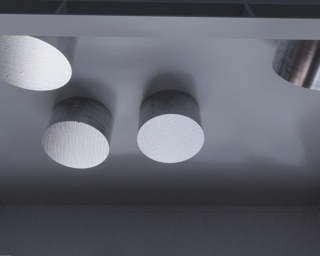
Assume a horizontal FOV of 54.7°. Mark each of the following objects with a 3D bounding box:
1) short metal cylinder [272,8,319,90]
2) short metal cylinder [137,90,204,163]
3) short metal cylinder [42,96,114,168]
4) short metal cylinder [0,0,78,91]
[{"bbox_3d":[0.158,-0.080,0.306,0.081,0.080,0.050,1,130,-1],"label":"short metal cylinder"},{"bbox_3d":[0.013,-0.001,0.391,0.081,0.050,0.079,0,130,0],"label":"short metal cylinder"},{"bbox_3d":[-0.103,0.006,0.397,0.081,0.050,0.079,0,130,0],"label":"short metal cylinder"},{"bbox_3d":[-0.125,-0.081,0.306,0.080,0.050,0.080,0,150,0],"label":"short metal cylinder"}]
